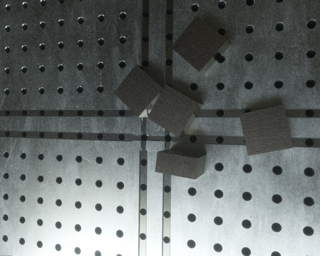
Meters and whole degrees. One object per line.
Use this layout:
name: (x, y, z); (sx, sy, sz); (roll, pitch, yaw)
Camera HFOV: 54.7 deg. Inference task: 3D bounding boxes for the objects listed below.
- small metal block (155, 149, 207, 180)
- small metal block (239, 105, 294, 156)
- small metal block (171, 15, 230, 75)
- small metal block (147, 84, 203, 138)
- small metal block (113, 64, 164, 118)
small metal block: (0.027, 0.044, 0.389); (0.050, 0.050, 0.025); (8, 93, 19)
small metal block: (0.126, 0.003, 0.368); (0.050, 0.025, 0.050); (-12, 86, 19)
small metal block: (0.051, -0.104, 0.394); (0.050, 0.025, 0.050); (45, 103, 14)
small metal block: (0.020, -0.022, 0.405); (0.050, 0.025, 0.050); (32, 100, 16)
small metal block: (-0.026, -0.049, 0.421); (0.050, 0.025, 0.050); (44, 103, 14)
